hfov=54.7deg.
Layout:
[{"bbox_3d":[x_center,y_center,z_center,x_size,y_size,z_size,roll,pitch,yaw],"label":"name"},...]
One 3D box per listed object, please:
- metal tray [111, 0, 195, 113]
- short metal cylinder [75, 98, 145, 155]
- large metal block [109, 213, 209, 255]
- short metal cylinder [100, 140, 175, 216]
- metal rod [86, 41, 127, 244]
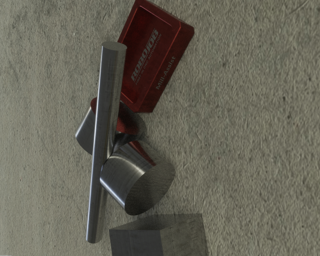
[{"bbox_3d":[-0.021,-0.096,0.419,0.090,0.030,0.129,43,116,31],"label":"metal tray"},{"bbox_3d":[-0.068,0.001,0.425,0.080,0.081,0.050,48,119,29],"label":"short metal cylinder"},{"bbox_3d":[-0.001,0.137,0.370,0.080,0.081,0.050,-14,81,39],"label":"large metal block"},{"bbox_3d":[-0.028,0.063,0.392,0.050,0.081,0.079,37,113,33],"label":"short metal cylinder"},{"bbox_3d":[-0.072,0.041,0.387,0.025,0.025,0.298,37,130,33],"label":"metal rod"}]
